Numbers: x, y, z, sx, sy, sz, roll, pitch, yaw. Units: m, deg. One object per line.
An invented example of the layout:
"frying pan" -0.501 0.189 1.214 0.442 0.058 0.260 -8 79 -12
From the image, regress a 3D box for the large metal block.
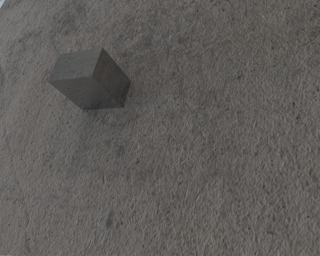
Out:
"large metal block" -0.103 -0.071 0.468 0.080 0.080 0.050 -1 61 28
